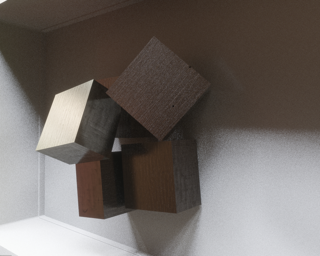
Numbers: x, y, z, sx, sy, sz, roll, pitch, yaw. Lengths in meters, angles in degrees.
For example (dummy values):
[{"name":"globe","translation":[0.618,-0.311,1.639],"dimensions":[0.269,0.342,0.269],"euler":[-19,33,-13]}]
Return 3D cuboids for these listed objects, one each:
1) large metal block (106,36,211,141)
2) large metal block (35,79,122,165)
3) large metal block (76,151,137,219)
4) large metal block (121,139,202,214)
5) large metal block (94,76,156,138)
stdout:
[{"name":"large metal block","translation":[0.001,-0.042,0.353],"dimensions":[0.080,0.050,0.080],"euler":[42,95,6]},{"name":"large metal block","translation":[-0.098,-0.004,0.382],"dimensions":[0.080,0.050,0.080],"euler":[-12,57,39]},{"name":"large metal block","translation":[-0.063,0.072,0.419],"dimensions":[0.050,0.081,0.080],"euler":[-8,85,39]},{"name":"large metal block","translation":[0.001,0.057,0.383],"dimensions":[0.080,0.050,0.080],"euler":[-7,86,39]},{"name":"large metal block","translation":[-0.051,-0.027,0.428],"dimensions":[0.080,0.050,0.079],"euler":[-1,89,39]}]
